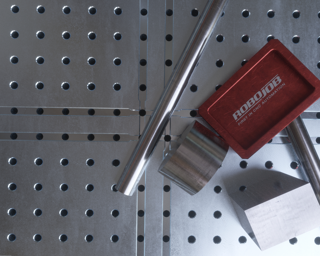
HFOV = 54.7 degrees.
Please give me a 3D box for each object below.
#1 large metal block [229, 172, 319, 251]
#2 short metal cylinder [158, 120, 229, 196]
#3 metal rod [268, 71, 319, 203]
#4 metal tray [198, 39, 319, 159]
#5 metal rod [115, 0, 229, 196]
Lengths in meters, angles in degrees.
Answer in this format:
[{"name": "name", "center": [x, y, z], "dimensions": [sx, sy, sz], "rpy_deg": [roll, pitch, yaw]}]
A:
[{"name": "large metal block", "center": [0.141, 0.100, 0.388], "dimensions": [0.080, 0.080, 0.050], "rpy_deg": [-23, 90, 0]}, {"name": "short metal cylinder", "center": [0.041, 0.036, 0.387], "dimensions": [0.050, 0.080, 0.080], "rpy_deg": [36, 90, -1]}, {"name": "metal rod", "center": [0.209, 0.063, 0.416], "dimensions": [0.025, 0.025, 0.299], "rpy_deg": [-23, 90, 0]}, {"name": "metal tray", "center": [0.125, -0.035, 0.394], "dimensions": [0.130, 0.030, 0.090], "rpy_deg": [-44, 86, 12]}, {"name": "metal rod", "center": [0.018, -0.049, 0.413], "dimensions": [0.025, 0.025, 0.299], "rpy_deg": [26, 90, -1]}]
